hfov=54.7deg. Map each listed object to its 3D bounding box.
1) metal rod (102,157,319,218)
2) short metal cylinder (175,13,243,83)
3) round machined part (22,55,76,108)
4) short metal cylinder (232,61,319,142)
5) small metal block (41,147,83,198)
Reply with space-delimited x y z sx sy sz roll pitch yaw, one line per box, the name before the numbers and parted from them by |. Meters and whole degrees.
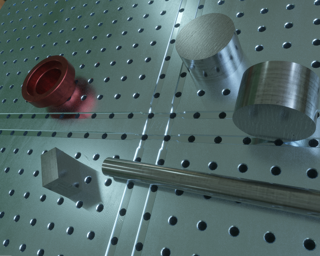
metal rod | 0.060 0.063 0.337 0.300 0.025 0.025 5 64 30
short metal cylinder | 0.068 -0.109 0.424 0.080 0.050 0.080 -13 56 21
round machined part | -0.188 -0.076 0.544 0.098 0.042 0.098 -13 56 21
short metal cylinder | 0.121 -0.025 0.325 0.080 0.080 0.050 4 64 30
small metal block | -0.135 0.062 0.425 0.025 0.050 0.050 -28 52 11
